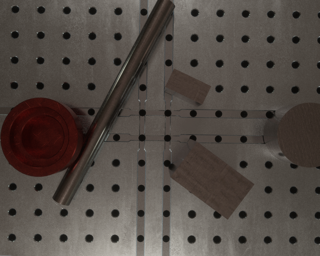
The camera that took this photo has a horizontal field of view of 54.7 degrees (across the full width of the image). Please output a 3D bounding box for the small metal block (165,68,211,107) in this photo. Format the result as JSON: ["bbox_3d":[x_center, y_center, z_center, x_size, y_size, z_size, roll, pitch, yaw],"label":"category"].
[{"bbox_3d":[0.034,-0.051,0.401,0.050,0.050,0.025,25,90,-1],"label":"small metal block"}]

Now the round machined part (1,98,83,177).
[{"bbox_3d":[-0.147,0.012,0.400,0.099,0.042,0.097,0,88,5],"label":"round machined part"}]

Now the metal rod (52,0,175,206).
[{"bbox_3d":[-0.061,-0.035,0.412,0.025,0.025,0.299,28,90,-1],"label":"metal rod"}]

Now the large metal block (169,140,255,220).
[{"bbox_3d":[0.059,0.059,0.387,0.080,0.080,0.050,37,90,-1],"label":"large metal block"}]

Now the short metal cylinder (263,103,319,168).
[{"bbox_3d":[0.183,0.008,0.403,0.081,0.050,0.079,0,90,-1],"label":"short metal cylinder"}]
